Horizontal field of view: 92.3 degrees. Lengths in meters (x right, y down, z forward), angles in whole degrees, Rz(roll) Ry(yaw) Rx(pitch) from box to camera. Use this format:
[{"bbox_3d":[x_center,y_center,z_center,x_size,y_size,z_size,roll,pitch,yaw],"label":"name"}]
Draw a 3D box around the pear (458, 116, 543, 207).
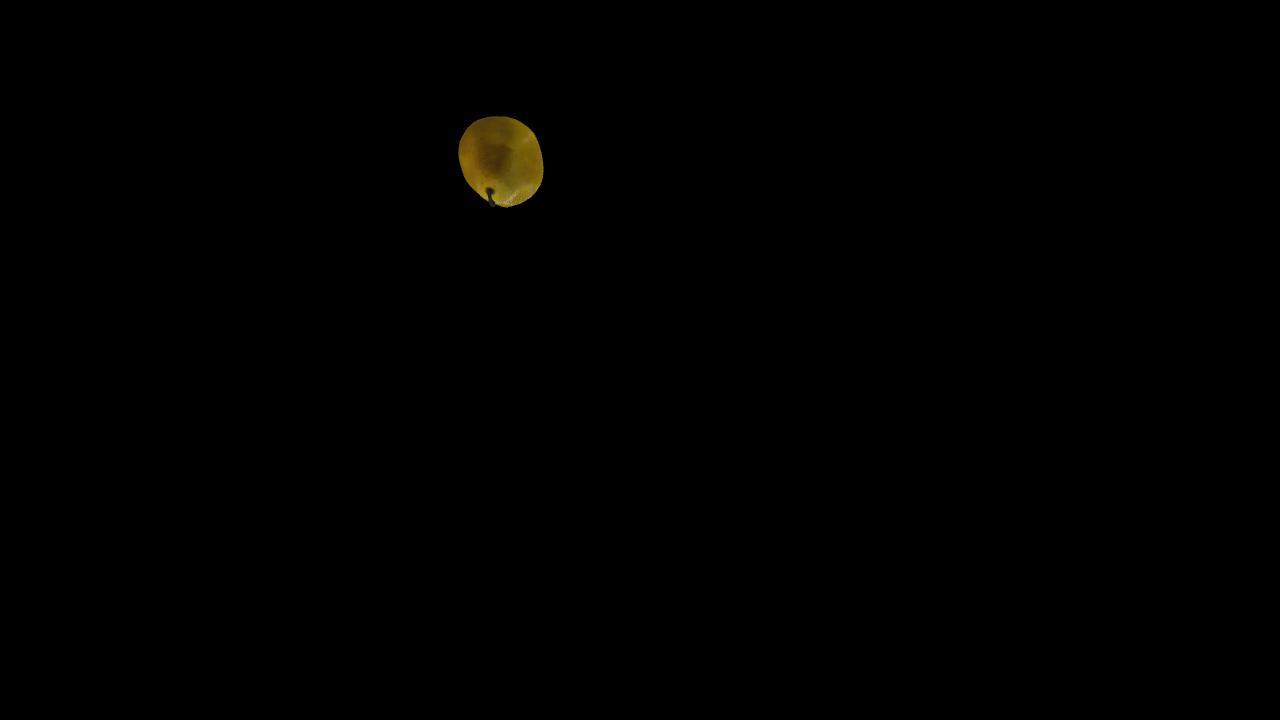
[{"bbox_3d":[-0.128,-0.168,0.540,0.080,0.080,0.111,0,30,5],"label":"pear"}]
